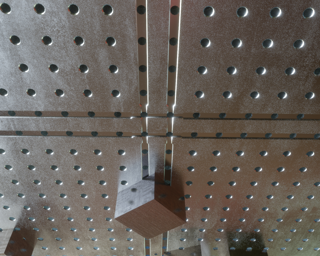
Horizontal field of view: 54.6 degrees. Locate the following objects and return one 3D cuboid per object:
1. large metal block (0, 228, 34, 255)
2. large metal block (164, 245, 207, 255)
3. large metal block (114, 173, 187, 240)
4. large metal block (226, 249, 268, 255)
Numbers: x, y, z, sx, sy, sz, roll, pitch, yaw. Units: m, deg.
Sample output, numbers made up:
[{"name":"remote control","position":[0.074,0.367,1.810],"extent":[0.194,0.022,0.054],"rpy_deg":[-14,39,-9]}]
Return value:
[{"name":"large metal block","position":[-0.307,0.241,0.598],"extent":[0.080,0.050,0.080],"rpy_deg":[-9,130,7]},{"name":"large metal block","position":[0.060,0.293,0.645],"extent":[0.080,0.050,0.080],"rpy_deg":[-17,128,14]},{"name":"large metal block","position":[-0.015,0.130,0.505],"extent":[0.080,0.050,0.080],"rpy_deg":[-31,124,24]},{"name":"large metal block","position":[0.179,0.299,0.650],"extent":[0.080,0.050,0.080],"rpy_deg":[3,130,-3]}]
